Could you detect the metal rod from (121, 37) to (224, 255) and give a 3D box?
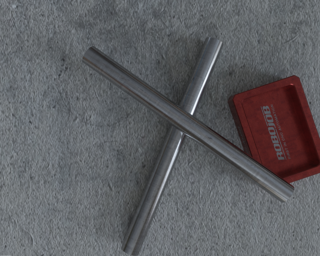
[{"bbox_3d":[0.016,0.024,0.410,0.025,0.025,0.299,22,90,-1],"label":"metal rod"}]

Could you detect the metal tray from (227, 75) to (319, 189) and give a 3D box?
[{"bbox_3d":[0.154,0.006,0.409,0.090,0.030,0.129,-19,90,-1],"label":"metal tray"}]

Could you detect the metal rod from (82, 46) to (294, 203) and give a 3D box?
[{"bbox_3d":[0.033,-0.006,0.384,0.301,0.025,0.025,35,90,2],"label":"metal rod"}]
